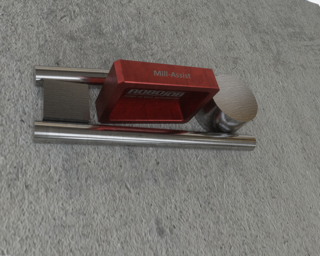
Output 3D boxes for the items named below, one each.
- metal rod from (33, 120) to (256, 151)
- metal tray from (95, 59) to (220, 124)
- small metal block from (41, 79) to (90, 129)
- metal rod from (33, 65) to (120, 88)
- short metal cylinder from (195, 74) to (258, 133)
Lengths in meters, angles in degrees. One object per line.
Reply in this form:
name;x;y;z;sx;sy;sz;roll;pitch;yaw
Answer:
metal rod;0.000;0.013;0.398;0.302;0.025;0.025;4;60;-26
metal tray;-0.004;-0.039;0.384;0.131;0.090;0.030;0;62;-28
small metal block;-0.111;-0.027;0.362;0.050;0.025;0.050;4;60;-26
metal rod;-0.016;-0.068;0.438;0.303;0.025;0.025;-3;63;-30
short metal cylinder;0.096;-0.032;0.460;0.081;0.050;0.080;14;56;-21
